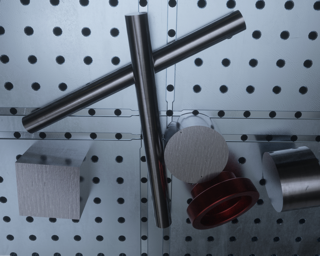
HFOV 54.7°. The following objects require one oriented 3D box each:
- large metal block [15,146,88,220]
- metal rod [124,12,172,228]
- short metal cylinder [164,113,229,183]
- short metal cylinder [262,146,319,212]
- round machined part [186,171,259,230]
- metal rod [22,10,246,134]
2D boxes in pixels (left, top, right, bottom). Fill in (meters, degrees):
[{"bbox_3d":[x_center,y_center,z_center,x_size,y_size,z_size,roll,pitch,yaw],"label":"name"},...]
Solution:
[{"bbox_3d":[-0.145,0.075,0.426,0.081,0.050,0.079,5,110,-2],"label":"large metal block"},{"bbox_3d":[-0.010,0.010,0.399,0.025,0.025,0.298,-6,117,2],"label":"metal rod"},{"bbox_3d":[0.046,0.026,0.410,0.081,0.050,0.079,0,110,0],"label":"short metal cylinder"},{"bbox_3d":[0.173,0.067,0.410,0.050,0.080,0.079,-9,110,3],"label":"short metal cylinder"},{"bbox_3d":[0.081,0.096,0.424,0.099,0.042,0.097,-16,143,-13],"label":"round machined part"},{"bbox_3d":[-0.039,-0.066,0.388,0.301,0.025,0.025,-25,108,8],"label":"metal rod"}]
